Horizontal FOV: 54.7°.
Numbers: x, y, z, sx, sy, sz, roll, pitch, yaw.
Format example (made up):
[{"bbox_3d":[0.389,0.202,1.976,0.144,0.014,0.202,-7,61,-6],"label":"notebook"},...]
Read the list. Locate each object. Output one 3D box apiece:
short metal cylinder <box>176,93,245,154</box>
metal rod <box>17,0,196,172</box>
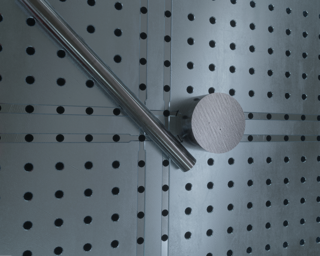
[{"bbox_3d":[0.069,-0.007,0.426,0.081,0.050,0.079,0,90,-20],"label":"short metal cylinder"},{"bbox_3d":[-0.059,-0.054,0.391,0.300,0.025,0.025,47,75,-14],"label":"metal rod"}]
